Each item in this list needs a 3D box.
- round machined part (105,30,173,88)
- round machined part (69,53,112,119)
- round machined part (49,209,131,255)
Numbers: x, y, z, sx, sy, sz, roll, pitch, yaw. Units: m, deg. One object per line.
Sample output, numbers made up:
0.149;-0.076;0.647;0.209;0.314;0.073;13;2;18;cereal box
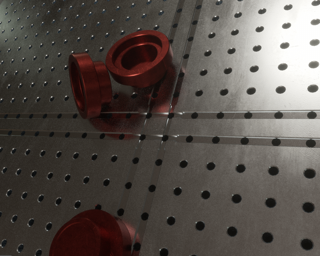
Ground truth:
-0.028;-0.099;0.464;0.098;0.042;0.098;-9;52;13;round machined part
-0.103;-0.065;0.466;0.042;0.097;0.098;-14;47;-24;round machined part
-0.086;0.141;0.354;0.098;0.042;0.098;-13;56;20;round machined part
